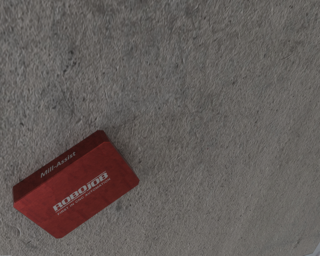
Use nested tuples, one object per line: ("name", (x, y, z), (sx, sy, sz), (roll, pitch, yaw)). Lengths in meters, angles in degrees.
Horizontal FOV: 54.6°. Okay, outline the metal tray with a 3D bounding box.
("metal tray", (-0.102, 0.073, 0.392), (0.130, 0.030, 0.090), (-34, 129, -6))
